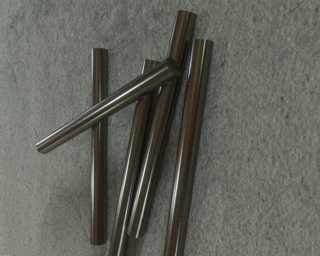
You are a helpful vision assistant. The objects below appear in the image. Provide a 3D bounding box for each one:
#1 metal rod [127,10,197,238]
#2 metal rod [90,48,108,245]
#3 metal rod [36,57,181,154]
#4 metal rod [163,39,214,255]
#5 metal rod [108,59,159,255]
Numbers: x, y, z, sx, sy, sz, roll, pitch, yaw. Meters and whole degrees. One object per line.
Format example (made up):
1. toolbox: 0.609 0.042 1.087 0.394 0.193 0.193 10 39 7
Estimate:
1. metal rod: 0.000 0.003 0.403 0.025 0.025 0.298 21 103 37
2. metal rod: -0.094 0.028 0.479 0.025 0.025 0.298 1 91 39
3. metal rod: -0.092 -0.019 0.444 0.299 0.025 0.025 -26 74 36
4. metal rod: 0.031 0.046 0.377 0.025 0.025 0.298 12 98 39
5. metal rod: -0.038 0.055 0.433 0.025 0.025 0.298 18 102 38
